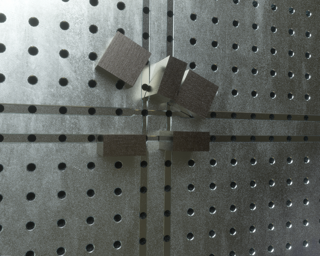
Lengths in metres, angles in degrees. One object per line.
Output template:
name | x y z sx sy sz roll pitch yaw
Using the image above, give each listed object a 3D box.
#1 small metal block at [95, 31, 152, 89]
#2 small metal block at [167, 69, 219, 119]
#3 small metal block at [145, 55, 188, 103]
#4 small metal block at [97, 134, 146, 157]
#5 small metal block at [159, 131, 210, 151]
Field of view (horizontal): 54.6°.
small metal block | -0.047 -0.085 0.395 0.050 0.025 0.050 31 80 -18
small metal block | 0.046 -0.045 0.429 0.050 0.025 0.050 27 81 -18
small metal block | 0.007 -0.061 0.402 0.025 0.050 0.050 21 83 -19
small metal block | -0.049 0.020 0.381 0.050 0.050 0.025 0 90 -20
small metal block | 0.031 0.017 0.411 0.050 0.050 0.025 2 90 -20
